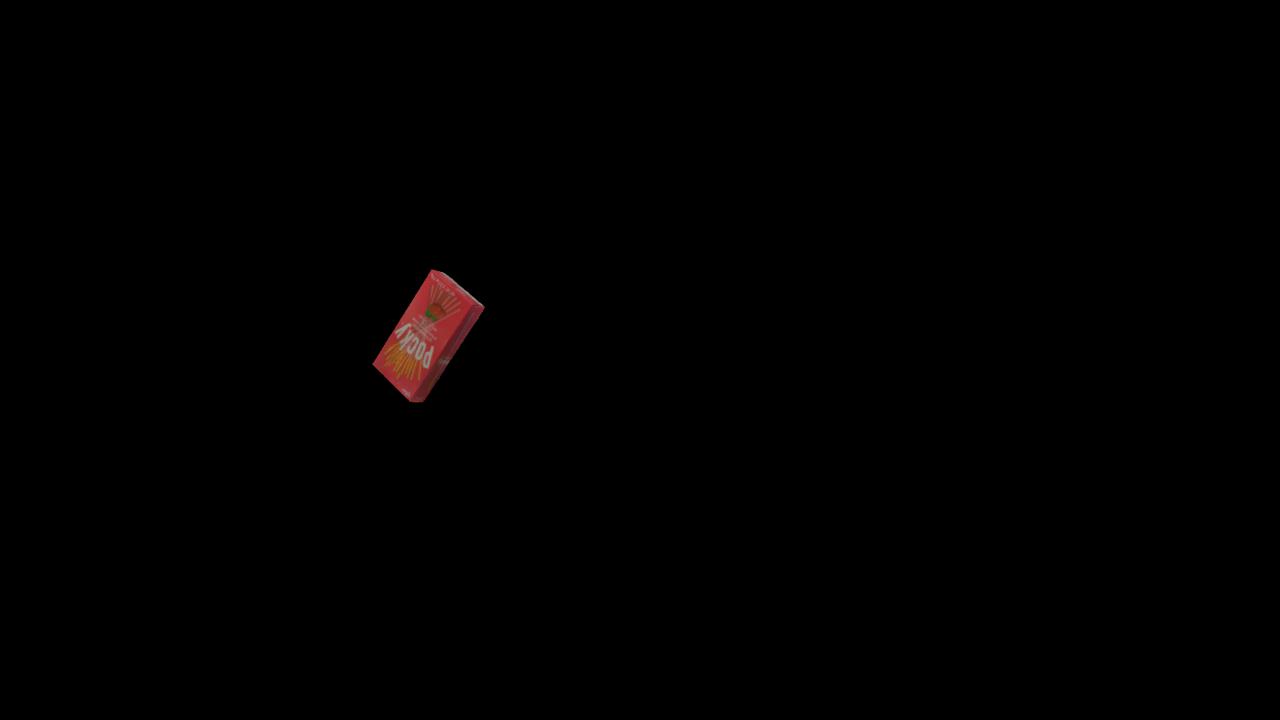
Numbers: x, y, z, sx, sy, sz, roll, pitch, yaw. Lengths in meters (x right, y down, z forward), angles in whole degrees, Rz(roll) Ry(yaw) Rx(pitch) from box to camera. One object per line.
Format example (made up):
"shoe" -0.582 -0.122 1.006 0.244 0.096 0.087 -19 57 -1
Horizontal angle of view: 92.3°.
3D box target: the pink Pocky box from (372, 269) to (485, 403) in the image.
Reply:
"pink Pocky box" -0.274 -0.030 0.793 0.084 0.155 0.029 38 9 20
